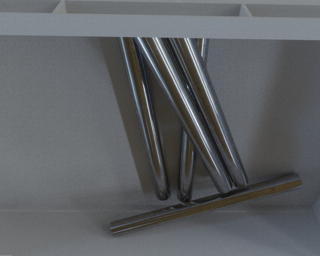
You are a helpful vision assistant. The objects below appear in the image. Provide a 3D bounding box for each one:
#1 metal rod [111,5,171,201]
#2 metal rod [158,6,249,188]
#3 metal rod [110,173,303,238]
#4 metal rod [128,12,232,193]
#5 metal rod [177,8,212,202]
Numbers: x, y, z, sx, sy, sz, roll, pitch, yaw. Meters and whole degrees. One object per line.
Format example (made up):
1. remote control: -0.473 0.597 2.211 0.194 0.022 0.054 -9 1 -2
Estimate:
1. metal rod: -0.016 -0.005 0.404 0.025 0.025 0.298 -7 130 5
2. metal rod: 0.067 -0.009 0.378 0.025 0.025 0.299 -18 136 14
3. metal rod: 0.071 0.122 0.486 0.302 0.025 0.025 -15 129 1
4. metal rod: 0.041 -0.002 0.372 0.025 0.025 0.299 -18 136 14
5. metal rod: 0.040 -0.002 0.407 0.025 0.025 0.298 0 130 0
